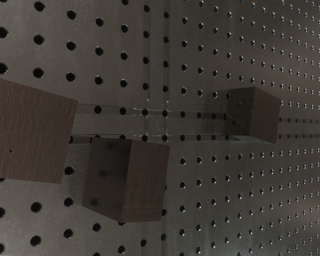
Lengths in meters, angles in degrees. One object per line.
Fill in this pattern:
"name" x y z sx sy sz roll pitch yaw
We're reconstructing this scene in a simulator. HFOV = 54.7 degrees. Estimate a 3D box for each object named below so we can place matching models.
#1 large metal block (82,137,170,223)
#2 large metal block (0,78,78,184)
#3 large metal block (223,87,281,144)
"large metal block" -0.039 0.054 0.342 0.050 0.080 0.080 12 83 -40
"large metal block" -0.131 0.004 0.284 0.081 0.050 0.080 16 80 -39
"large metal block" 0.158 -0.019 0.529 0.081 0.050 0.080 15 81 -39
